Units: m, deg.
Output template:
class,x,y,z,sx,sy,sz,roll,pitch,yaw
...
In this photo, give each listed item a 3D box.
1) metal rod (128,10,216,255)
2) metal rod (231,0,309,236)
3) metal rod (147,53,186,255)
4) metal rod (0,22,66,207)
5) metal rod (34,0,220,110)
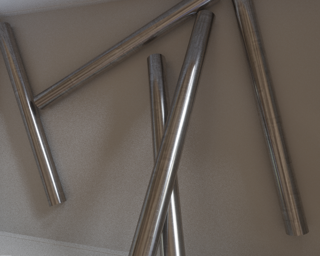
class,x,y,z,sx,sy,sz,roll,pitch,yaw
metal rod,0.020,-0.006,0.337,0.025,0.025,0.299,8,67,20
metal rod,0.126,-0.027,0.365,0.025,0.025,0.298,-13,86,19
metal rod,0.006,0.042,0.347,0.025,0.025,0.299,-15,62,19
metal rod,-0.204,-0.025,0.482,0.025,0.025,0.299,-23,83,18
metal rod,-0.057,-0.105,0.430,0.300,0.025,0.025,-28,81,17
